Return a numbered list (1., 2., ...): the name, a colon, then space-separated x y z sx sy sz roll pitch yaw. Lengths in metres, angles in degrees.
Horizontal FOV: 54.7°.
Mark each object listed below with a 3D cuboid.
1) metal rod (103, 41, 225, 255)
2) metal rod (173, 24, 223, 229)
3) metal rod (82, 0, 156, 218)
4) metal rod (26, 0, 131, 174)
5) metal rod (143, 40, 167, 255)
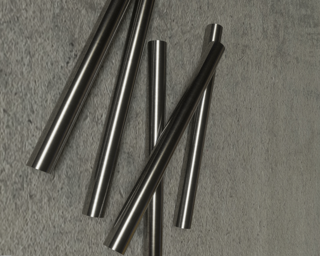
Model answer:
1. metal rod: 0.016 0.006 0.384 0.025 0.025 0.300 44 62 -32
2. metal rod: 0.057 -0.008 0.452 0.025 0.025 0.299 17 79 -39
3. metal rod: -0.043 -0.047 0.368 0.025 0.025 0.299 20 77 -38
4. metal rod: -0.069 -0.094 0.346 0.025 0.025 0.299 32 70 -36
5. metal rod: -0.006 0.039 0.399 0.025 0.025 0.298 2 89 -40
